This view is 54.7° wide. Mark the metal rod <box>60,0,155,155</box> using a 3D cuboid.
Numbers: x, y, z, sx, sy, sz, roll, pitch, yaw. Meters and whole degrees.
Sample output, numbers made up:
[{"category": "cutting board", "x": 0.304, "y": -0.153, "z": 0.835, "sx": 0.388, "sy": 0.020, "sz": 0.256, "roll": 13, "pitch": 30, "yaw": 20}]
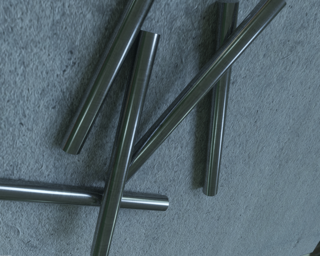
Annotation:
[{"category": "metal rod", "x": -0.035, "y": -0.101, "z": 0.324, "sx": 0.025, "sy": 0.025, "sz": 0.298, "roll": 18, "pitch": 109, "yaw": -35}]

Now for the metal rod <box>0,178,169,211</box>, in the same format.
[{"category": "metal rod", "x": -0.115, "y": 0.086, "z": 0.396, "sx": 0.302, "sy": 0.025, "sz": 0.025, "roll": 14, "pitch": 111, "yaw": -34}]

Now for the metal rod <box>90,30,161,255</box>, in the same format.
[{"category": "metal rod", "x": -0.047, "y": 0.034, "z": 0.379, "sx": 0.025, "sy": 0.025, "sz": 0.298, "roll": 4, "pitch": 110, "yaw": -30}]

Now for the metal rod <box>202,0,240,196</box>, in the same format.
[{"category": "metal rod", "x": 0.081, "y": -0.021, "z": 0.437, "sx": 0.025, "sy": 0.025, "sz": 0.298, "roll": -14, "pitch": 125, "yaw": -20}]

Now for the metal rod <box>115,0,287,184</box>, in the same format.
[{"category": "metal rod", "x": 0.035, "y": -0.036, "z": 0.382, "sx": 0.025, "sy": 0.025, "sz": 0.299, "roll": 30, "pitch": 109, "yaw": -38}]
